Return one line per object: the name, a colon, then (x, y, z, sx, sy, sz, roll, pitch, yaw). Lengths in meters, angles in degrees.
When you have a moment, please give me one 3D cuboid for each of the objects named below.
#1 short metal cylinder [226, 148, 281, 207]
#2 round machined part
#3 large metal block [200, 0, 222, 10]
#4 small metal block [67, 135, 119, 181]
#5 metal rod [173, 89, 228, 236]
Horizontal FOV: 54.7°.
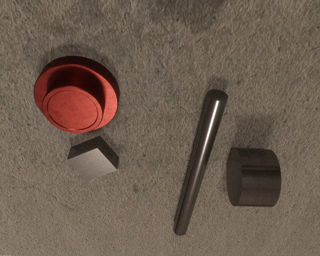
short metal cylinder: (0.127, 0.069, 0.432, 0.050, 0.080, 0.079, 2, 130, -2)
round machined part: (-0.099, -0.032, 0.367, 0.099, 0.042, 0.097, -1, 130, 0)
large metal block: (0.033, -0.160, 0.255, 0.080, 0.050, 0.080, 22, 127, -18)
small metal block: (-0.094, 0.044, 0.443, 0.050, 0.025, 0.050, -22, 127, 17)
metal rod: (0.053, 0.073, 0.470, 0.025, 0.025, 0.298, 5, 130, -5)
